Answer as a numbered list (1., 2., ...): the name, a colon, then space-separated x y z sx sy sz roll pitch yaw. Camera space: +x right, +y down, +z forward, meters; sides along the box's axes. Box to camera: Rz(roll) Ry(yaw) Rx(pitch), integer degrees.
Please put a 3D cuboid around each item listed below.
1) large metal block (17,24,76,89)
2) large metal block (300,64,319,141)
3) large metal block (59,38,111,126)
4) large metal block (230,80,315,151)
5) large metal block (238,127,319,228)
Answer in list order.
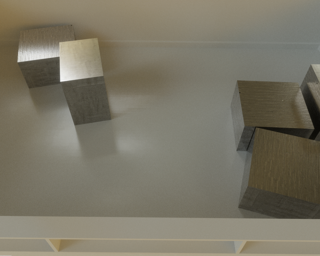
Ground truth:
1. large metal block: -0.169 -0.112 0.481 0.081 0.050 0.080 -10 51 -9
2. large metal block: 0.213 -0.023 0.392 0.050 0.080 0.080 1 50 0
3. large metal block: -0.101 -0.063 0.421 0.050 0.080 0.080 -10 51 -8
4. large metal block: 0.141 -0.015 0.404 0.081 0.050 0.080 2 50 1
5. large metal block: 0.138 0.053 0.346 0.080 0.050 0.080 13 51 10
